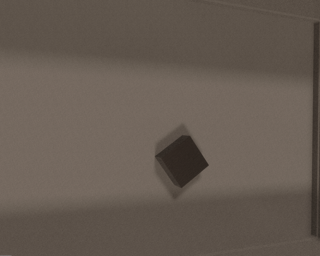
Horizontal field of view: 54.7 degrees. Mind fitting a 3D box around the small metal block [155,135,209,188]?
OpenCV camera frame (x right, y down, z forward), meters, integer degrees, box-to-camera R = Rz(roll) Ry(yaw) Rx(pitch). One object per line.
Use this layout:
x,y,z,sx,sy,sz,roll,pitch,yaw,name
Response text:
0.030,0.045,0.423,0.050,0.025,0.050,-37,102,-17,small metal block
